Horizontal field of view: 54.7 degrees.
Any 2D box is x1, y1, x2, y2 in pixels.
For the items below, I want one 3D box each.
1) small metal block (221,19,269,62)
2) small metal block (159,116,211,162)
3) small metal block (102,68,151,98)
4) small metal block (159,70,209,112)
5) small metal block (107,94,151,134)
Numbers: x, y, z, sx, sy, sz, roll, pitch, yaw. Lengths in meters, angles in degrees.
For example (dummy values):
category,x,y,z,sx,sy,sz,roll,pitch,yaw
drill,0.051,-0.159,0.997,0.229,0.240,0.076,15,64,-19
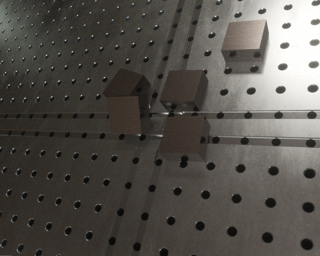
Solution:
category,x,y,z,sx,sy,sz,roll,pitch,yaw
small metal block,0.116,-0.117,0.419,0.050,0.025,0.050,6,64,30
small metal block,0.031,0.013,0.383,0.050,0.025,0.050,-1,61,27
small metal block,-0.050,-0.059,0.469,0.050,0.025,0.050,23,74,36
small metal block,0.033,-0.051,0.421,0.050,0.025,0.050,4,64,29
small metal block,-0.043,-0.020,0.424,0.050,0.025,0.050,1,101,28
